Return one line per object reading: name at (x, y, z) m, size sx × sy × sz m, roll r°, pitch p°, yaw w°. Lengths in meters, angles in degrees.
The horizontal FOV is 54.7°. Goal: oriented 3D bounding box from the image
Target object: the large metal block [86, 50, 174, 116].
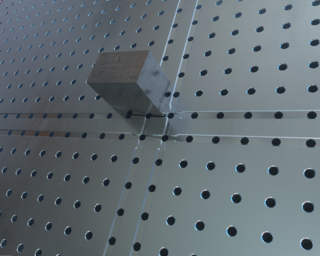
large metal block at (-0.038, -0.060, 0.428) m, size 0.080 × 0.080 × 0.050 m, roll 5°, pitch 64°, yaw 30°
